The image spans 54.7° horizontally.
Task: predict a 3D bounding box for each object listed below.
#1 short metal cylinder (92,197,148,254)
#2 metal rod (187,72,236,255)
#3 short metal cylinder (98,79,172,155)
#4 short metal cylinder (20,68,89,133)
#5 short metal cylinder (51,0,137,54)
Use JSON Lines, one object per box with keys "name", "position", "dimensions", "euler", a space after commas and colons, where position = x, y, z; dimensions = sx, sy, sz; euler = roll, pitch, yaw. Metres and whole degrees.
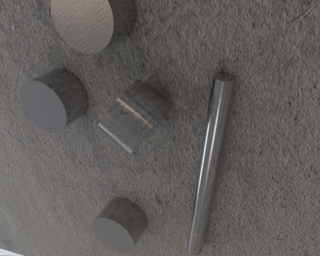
{"name": "short metal cylinder", "position": [-0.068, 0.166, 0.529], "dimensions": [0.080, 0.050, 0.079], "euler": [13, 124, 21]}
{"name": "metal rod", "position": [0.063, 0.069, 0.416], "dimensions": [0.025, 0.025, 0.298], "euler": [16, 125, 19]}
{"name": "short metal cylinder", "position": [-0.030, -0.013, 0.379], "dimensions": [0.050, 0.080, 0.080], "euler": [41, 129, 0]}
{"name": "short metal cylinder", "position": [-0.151, -0.040, 0.446], "dimensions": [0.080, 0.050, 0.079], "euler": [13, 124, 21]}
{"name": "short metal cylinder", "position": [-0.073, -0.130, 0.349], "dimensions": [0.080, 0.050, 0.079], "euler": [13, 124, 21]}
